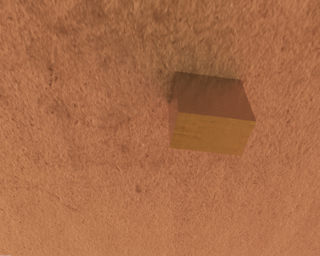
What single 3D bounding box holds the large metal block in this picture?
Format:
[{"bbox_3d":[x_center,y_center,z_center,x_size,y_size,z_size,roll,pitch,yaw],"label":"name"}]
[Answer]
[{"bbox_3d":[0.054,-0.018,0.356,0.080,0.080,0.050,7,130,-6],"label":"large metal block"}]
